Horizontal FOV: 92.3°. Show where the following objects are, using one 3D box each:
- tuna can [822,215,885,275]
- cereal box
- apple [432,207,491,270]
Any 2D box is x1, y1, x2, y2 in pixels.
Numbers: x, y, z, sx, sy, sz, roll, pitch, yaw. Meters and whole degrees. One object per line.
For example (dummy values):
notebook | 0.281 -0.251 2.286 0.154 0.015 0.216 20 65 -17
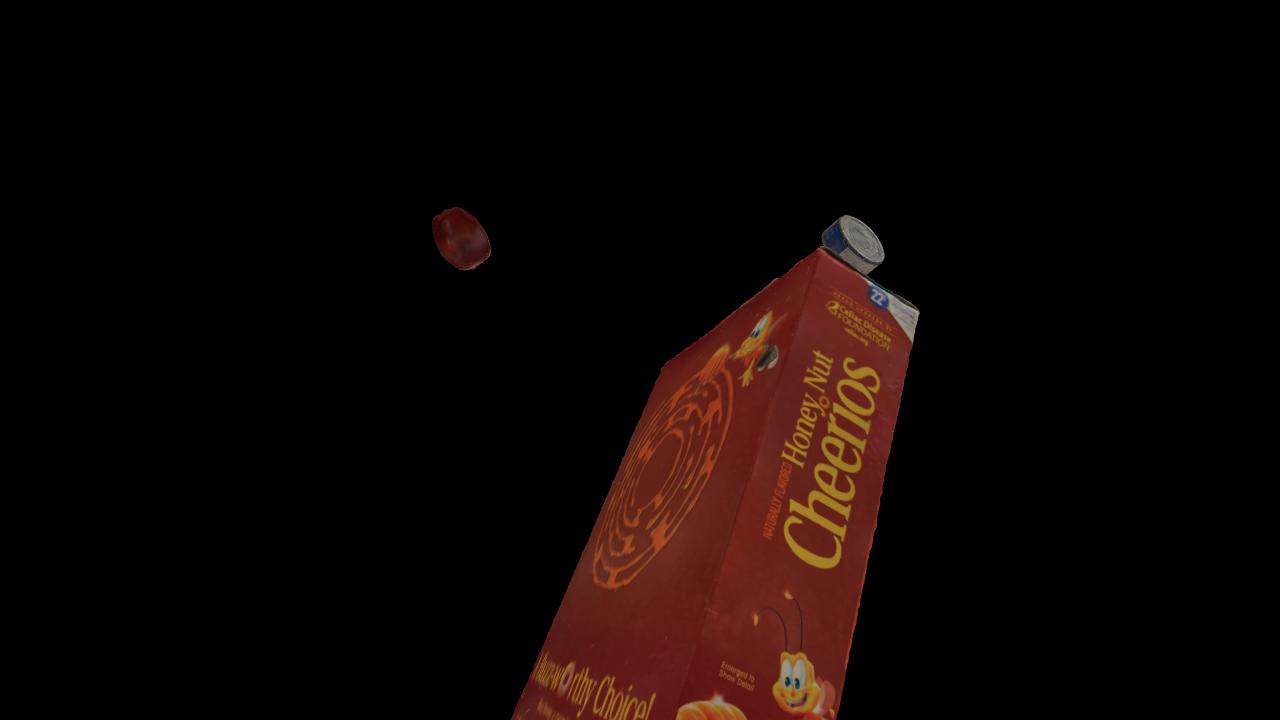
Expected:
tuna can | 0.288 -0.154 0.828 0.084 0.084 0.034 0 -30 -36
cereal box | 0.030 0.109 0.336 0.081 0.306 0.203 31 -29 -11
apple | -0.263 -0.176 0.906 0.079 0.093 0.079 -18 27 10
